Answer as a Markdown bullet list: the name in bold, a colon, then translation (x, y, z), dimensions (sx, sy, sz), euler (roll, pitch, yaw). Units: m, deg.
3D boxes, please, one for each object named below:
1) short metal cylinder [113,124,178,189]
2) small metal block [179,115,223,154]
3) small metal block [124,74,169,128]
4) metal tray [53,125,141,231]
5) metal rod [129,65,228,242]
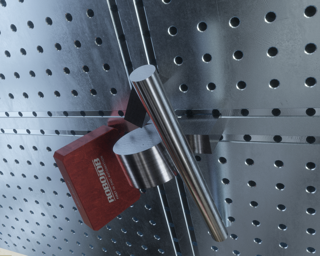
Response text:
- **short metal cylinder**: translation (-0.014, 0.034, 0.403), dimensions (0.080, 0.080, 0.050), euler (-8, 115, 31)
- **small metal block**: translation (0.044, 0.006, 0.375), dimensions (0.050, 0.050, 0.025), euler (0, 118, 28)
- **small metal block**: translation (-0.016, -0.036, 0.380), dimensions (0.025, 0.050, 0.050), euler (27, 128, 11)
- **metal tray**: translation (-0.087, 0.072, 0.454), dimensions (0.030, 0.091, 0.129), euler (13, 127, 47)
- **metal rod**: translation (0.037, 0.055, 0.369), dimensions (0.025, 0.025, 0.299), euler (-1, 135, 28)
